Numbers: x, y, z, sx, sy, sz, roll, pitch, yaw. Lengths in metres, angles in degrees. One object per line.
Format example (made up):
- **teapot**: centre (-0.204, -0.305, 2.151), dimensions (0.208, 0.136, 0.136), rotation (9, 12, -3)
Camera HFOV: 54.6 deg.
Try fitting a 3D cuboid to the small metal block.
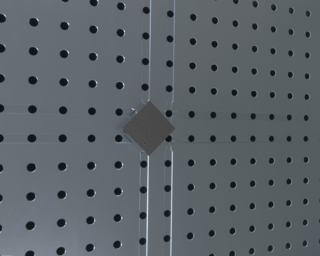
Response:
- **small metal block**: centre (-0.017, 0.000, 0.406), dimensions (0.050, 0.025, 0.050), rotation (-46, 104, -14)
